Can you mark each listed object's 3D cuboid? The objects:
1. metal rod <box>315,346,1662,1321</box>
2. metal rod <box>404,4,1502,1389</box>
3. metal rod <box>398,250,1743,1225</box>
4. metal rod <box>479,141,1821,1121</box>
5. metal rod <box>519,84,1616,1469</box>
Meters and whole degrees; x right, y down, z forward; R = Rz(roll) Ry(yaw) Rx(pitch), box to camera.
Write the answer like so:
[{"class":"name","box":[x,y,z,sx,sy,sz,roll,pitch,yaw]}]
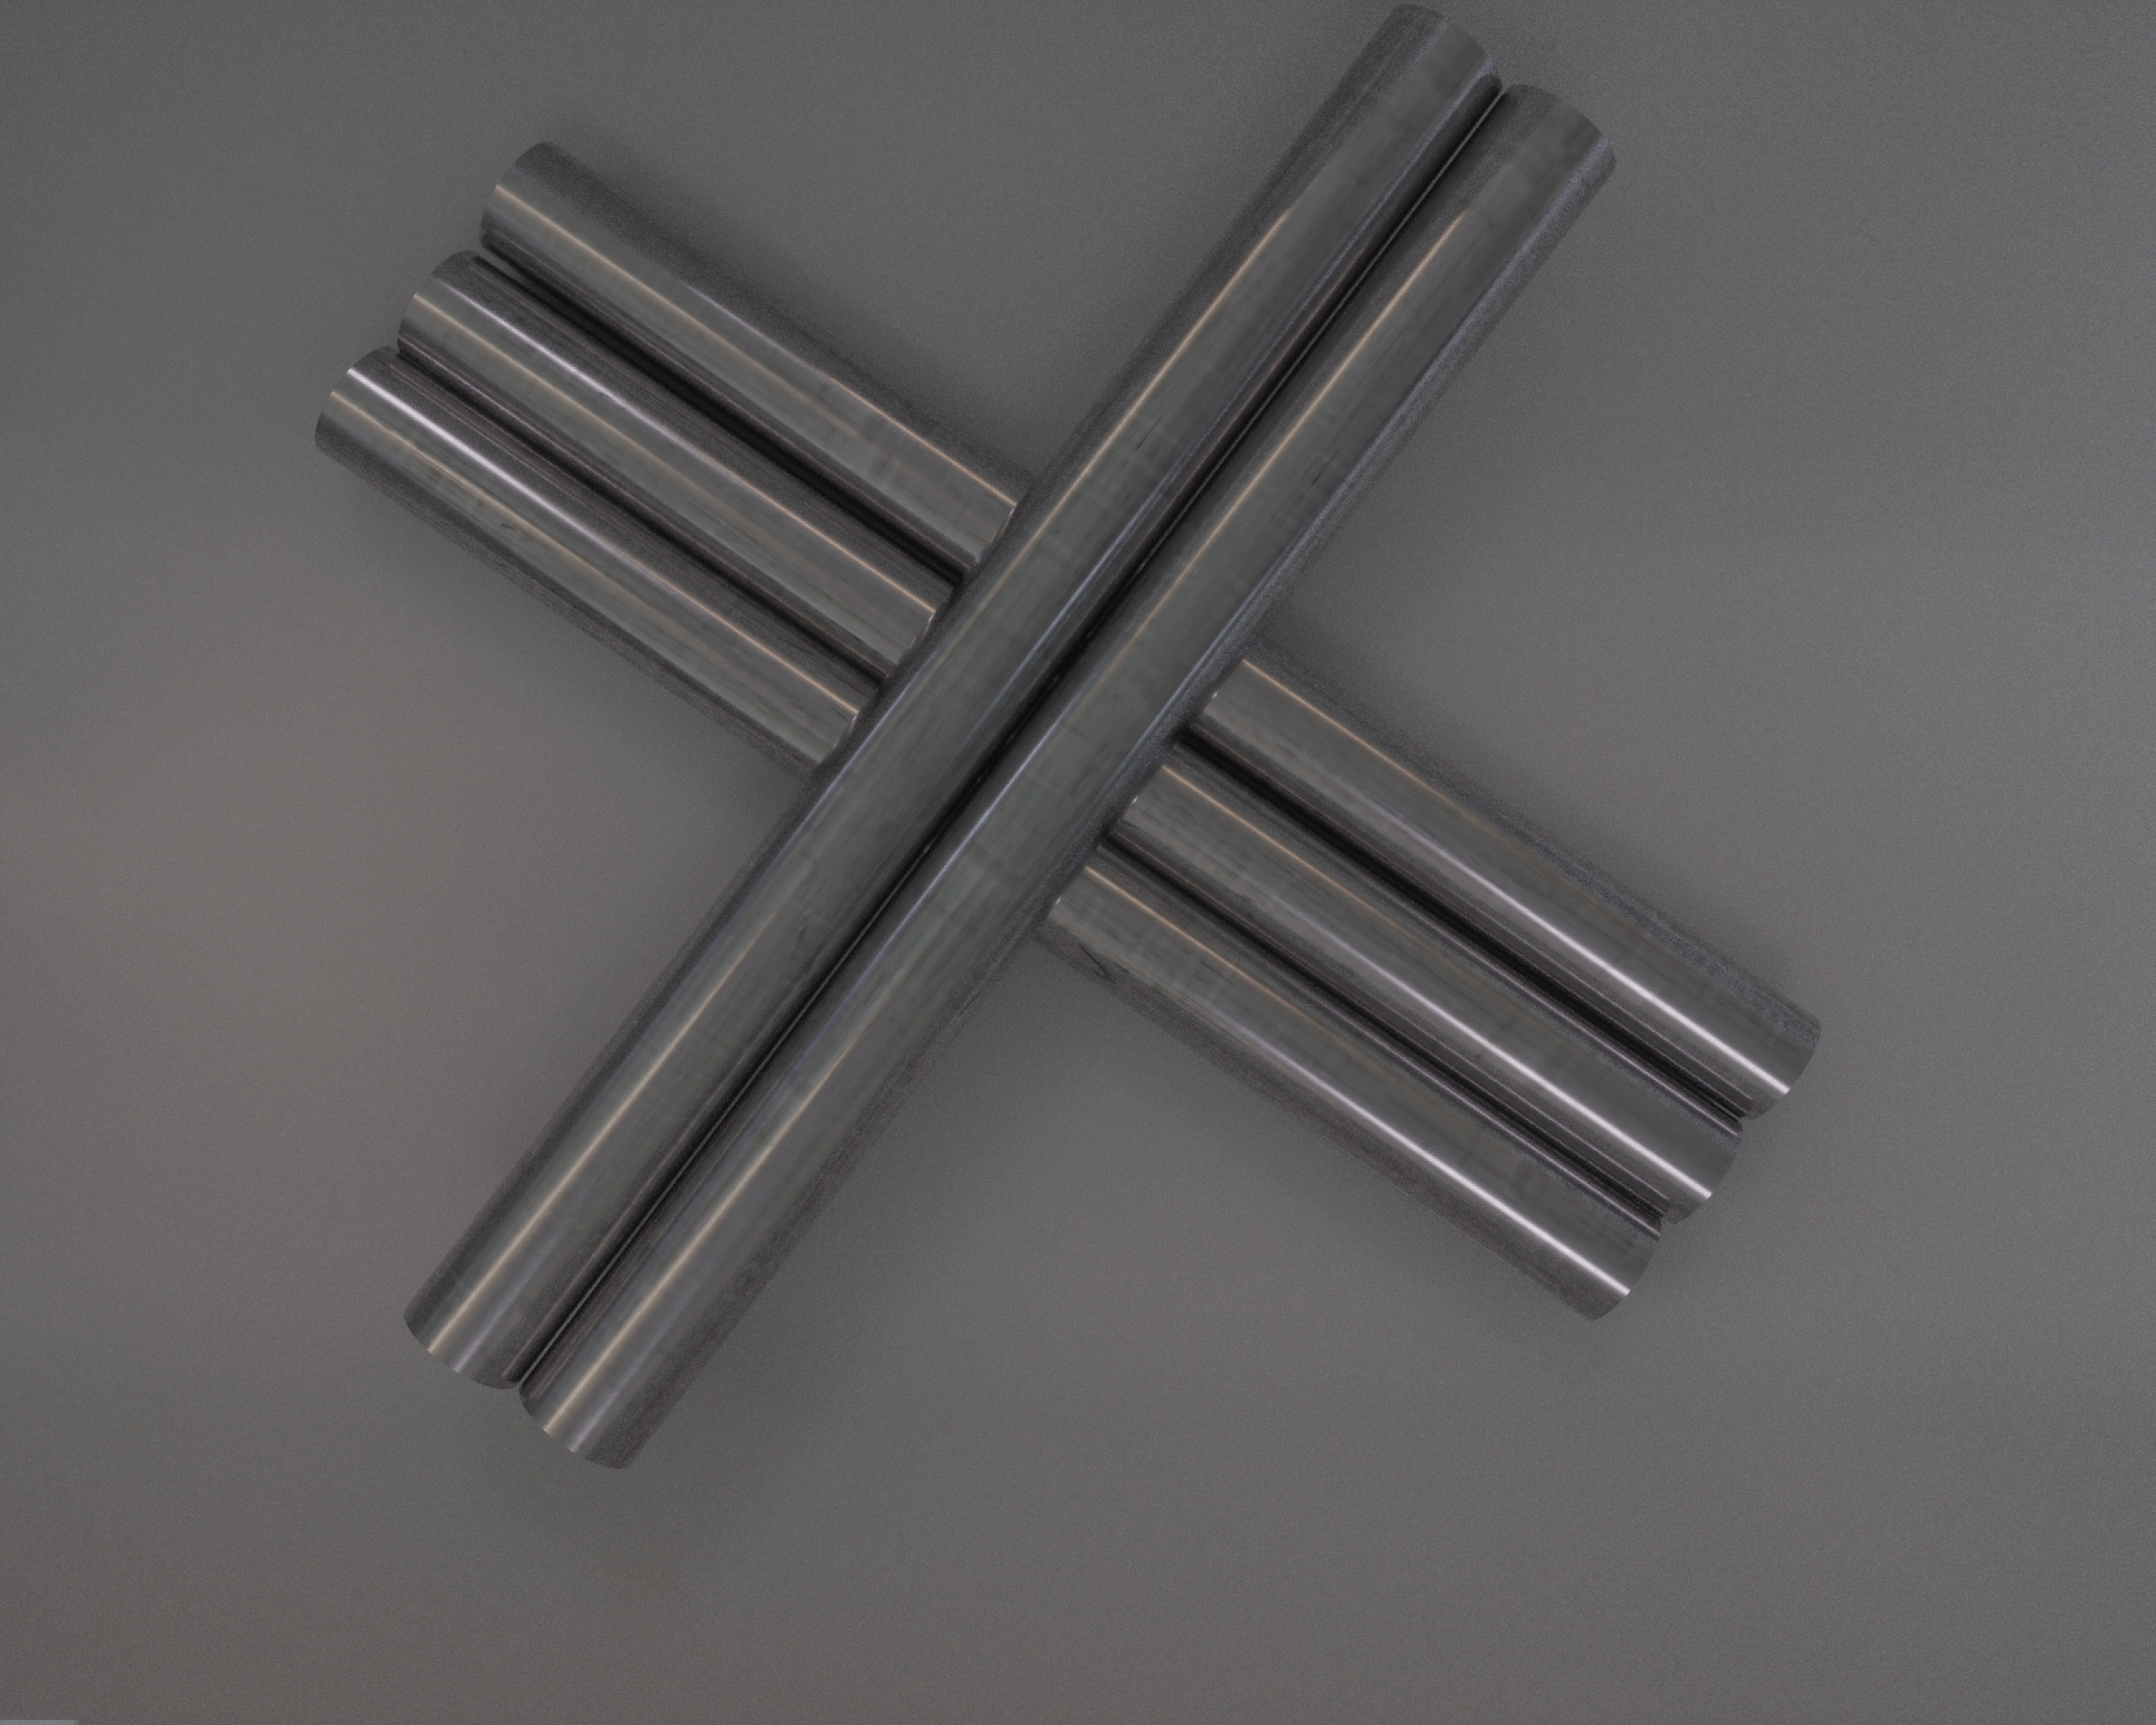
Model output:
[{"class":"metal rod","box":[-0.017,-0.005,0.410,0.301,0.025,0.025,34,90,0]},{"class":"metal rod","box":[-0.023,-0.030,0.385,0.025,0.025,0.300,37,90,0]},{"class":"metal rod","box":[-0.001,-0.024,0.410,0.301,0.025,0.025,34,90,0]},{"class":"metal rod","box":[0.014,-0.045,0.410,0.301,0.025,0.025,35,90,0]},{"class":"metal rod","box":[-0.002,-0.016,0.385,0.025,0.025,0.300,37,90,0]}]
